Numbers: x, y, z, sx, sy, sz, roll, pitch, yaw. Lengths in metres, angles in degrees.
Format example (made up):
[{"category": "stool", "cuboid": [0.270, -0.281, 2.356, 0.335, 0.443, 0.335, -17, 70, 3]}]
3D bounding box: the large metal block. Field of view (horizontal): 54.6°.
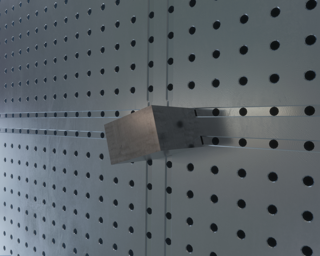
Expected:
[{"category": "large metal block", "cuboid": [-0.008, 0.010, 0.381, 0.080, 0.081, 0.050, -19, 78, 38]}]
